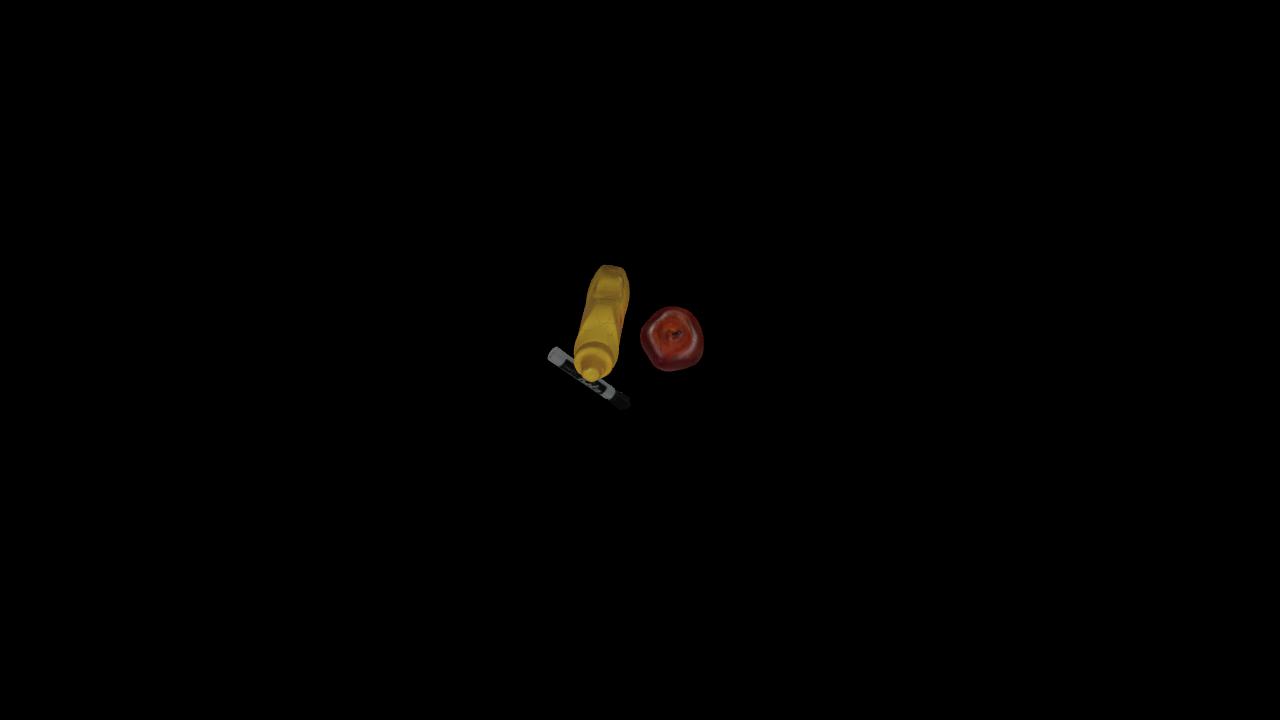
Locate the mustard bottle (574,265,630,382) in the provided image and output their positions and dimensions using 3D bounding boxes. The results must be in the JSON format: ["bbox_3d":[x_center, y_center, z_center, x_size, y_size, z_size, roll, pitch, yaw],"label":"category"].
[{"bbox_3d":[-0.046,-0.033,0.711,0.054,0.092,0.184,15,33,-5],"label":"mustard bottle"}]

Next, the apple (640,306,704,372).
[{"bbox_3d":[0.040,-0.024,0.739,0.079,0.079,0.093,0,-8,-2],"label":"apple"}]

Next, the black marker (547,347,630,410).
[{"bbox_3d":[-0.058,0.024,0.733,0.121,0.020,0.020,37,-18,-26],"label":"black marker"}]
